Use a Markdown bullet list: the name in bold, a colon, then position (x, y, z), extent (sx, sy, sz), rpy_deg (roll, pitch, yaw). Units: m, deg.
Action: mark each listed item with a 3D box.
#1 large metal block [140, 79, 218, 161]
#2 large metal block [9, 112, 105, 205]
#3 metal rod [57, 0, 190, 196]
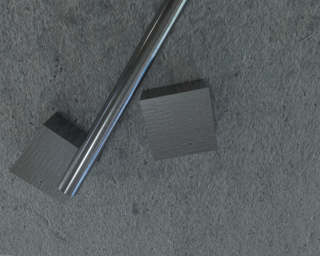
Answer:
- **large metal block**: position (0.024, -0.011, 0.393), extent (0.080, 0.050, 0.079), rpy_deg (-11, 110, 4)
- **large metal block**: position (-0.133, 0.040, 0.410), extent (0.080, 0.050, 0.080), rpy_deg (37, 106, -13)
- **metal rod**: position (-0.035, -0.053, 0.358), extent (0.025, 0.025, 0.299), rpy_deg (30, 96, -11)
